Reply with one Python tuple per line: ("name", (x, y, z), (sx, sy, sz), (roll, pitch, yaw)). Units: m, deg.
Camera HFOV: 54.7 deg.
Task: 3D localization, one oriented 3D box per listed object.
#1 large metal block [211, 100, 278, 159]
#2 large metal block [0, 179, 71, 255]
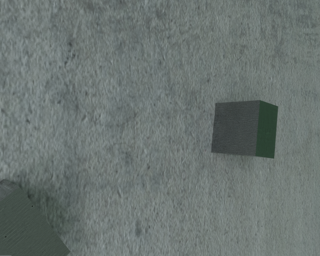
("large metal block", (0.130, 0.003, 0.481), (0.050, 0.080, 0.080), (10, 84, -40))
("large metal block", (-0.142, 0.104, 0.271), (0.080, 0.050, 0.080), (-41, 116, -32))
